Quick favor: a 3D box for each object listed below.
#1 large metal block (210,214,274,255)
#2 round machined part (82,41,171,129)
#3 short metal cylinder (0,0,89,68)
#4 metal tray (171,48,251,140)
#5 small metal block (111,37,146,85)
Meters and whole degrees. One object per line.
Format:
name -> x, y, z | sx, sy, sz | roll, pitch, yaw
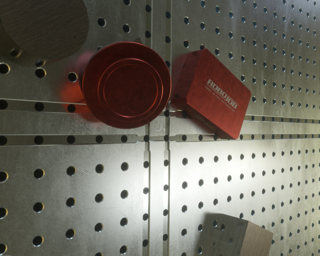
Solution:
large metal block -> 0.134, 0.195, 0.506 | 0.080, 0.050, 0.080 | 33, 70, -35
round machined part -> -0.035, -0.044, 0.340 | 0.099, 0.042, 0.097 | -5, 110, -13
short metal cylinder -> -0.116, -0.101, 0.295 | 0.081, 0.050, 0.080 | 0, 90, -40
metal tray -> 0.084, -0.048, 0.476 | 0.130, 0.030, 0.090 | 33, 70, -35
small metal block -> -0.037, -0.075, 0.378 | 0.050, 0.025, 0.050 | -45, 117, -31
